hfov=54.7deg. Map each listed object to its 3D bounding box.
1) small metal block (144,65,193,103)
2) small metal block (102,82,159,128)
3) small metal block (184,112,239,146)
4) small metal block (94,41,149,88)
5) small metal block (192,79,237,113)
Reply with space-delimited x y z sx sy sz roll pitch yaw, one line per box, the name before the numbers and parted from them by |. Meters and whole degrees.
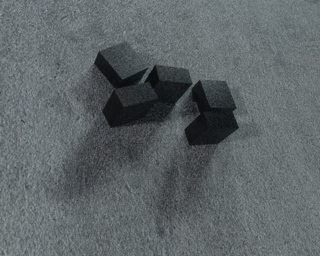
small metal block | 0.009 -0.059 0.428 0.050 0.050 0.025 1 61 -28
small metal block | -0.037 -0.029 0.385 0.050 0.050 0.025 -19 72 -35
small metal block | 0.070 0.001 0.424 0.050 0.050 0.025 -1 63 -29
small metal block | -0.053 -0.087 0.428 0.050 0.025 0.050 -34 81 -38
small metal block | 0.083 -0.046 0.476 0.050 0.025 0.050 -1 62 -29
